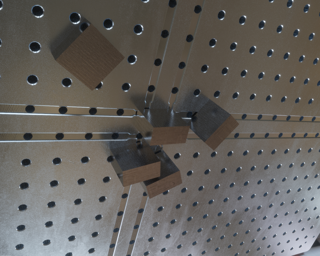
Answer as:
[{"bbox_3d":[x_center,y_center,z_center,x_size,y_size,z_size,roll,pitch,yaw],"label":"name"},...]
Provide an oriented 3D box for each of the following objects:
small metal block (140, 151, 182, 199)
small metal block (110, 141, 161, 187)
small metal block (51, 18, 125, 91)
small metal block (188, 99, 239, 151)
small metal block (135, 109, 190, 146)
[{"bbox_3d":[-0.004,0.064,0.434,0.050,0.050,0.025,-23,127,-15],"label":"small metal block"},{"bbox_3d":[-0.033,0.046,0.407,0.050,0.050,0.025,-13,124,-22],"label":"small metal block"},{"bbox_3d":[-0.075,-0.076,0.324,0.050,0.025,0.050,-45,130,3],"label":"small metal block"},{"bbox_3d":[0.073,-0.005,0.434,0.050,0.050,0.025,-47,130,4],"label":"small metal block"},{"bbox_3d":[0.002,-0.003,0.396,0.050,0.050,0.025,-3,120,-28],"label":"small metal block"}]
